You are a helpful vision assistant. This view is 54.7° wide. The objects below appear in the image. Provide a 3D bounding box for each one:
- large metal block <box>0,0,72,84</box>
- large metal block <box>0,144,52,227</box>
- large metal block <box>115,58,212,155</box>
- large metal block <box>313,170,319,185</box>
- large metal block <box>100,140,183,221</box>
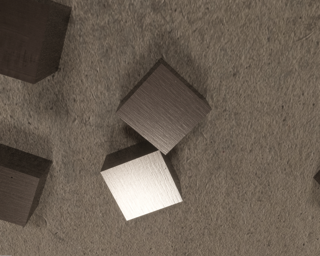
[{"bbox_3d":[-0.141,-0.102,0.341,0.050,0.080,0.079,17,109,-7],"label":"large metal block"},{"bbox_3d":[-0.205,0.076,0.422,0.080,0.050,0.079,21,109,-8],"label":"large metal block"},{"bbox_3d":[0.004,-0.028,0.386,0.080,0.050,0.080,41,105,-14],"label":"large metal block"},{"bbox_3d":[0.279,0.068,0.426,0.080,0.050,0.080,29,107,-11],"label":"large metal block"},{"bbox_3d":[-0.023,0.067,0.421,0.080,0.050,0.080,-21,109,7],"label":"large metal block"}]
